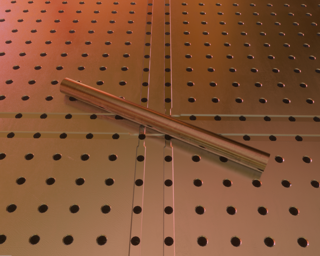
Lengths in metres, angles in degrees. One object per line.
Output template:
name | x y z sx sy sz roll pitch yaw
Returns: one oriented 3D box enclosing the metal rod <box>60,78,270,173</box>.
metal rod | -0.006 -0.010 0.416 0.301 0.025 0.025 21 53 16
